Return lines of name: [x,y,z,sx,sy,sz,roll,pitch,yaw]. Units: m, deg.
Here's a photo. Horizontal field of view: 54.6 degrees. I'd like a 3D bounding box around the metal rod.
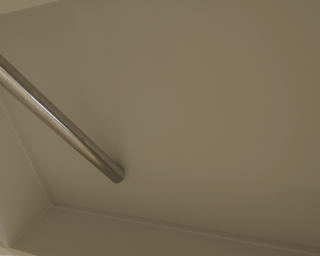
metal rod: [-0.135,-0.012,0.396,0.025,0.025,0.300,-6,140,31]
